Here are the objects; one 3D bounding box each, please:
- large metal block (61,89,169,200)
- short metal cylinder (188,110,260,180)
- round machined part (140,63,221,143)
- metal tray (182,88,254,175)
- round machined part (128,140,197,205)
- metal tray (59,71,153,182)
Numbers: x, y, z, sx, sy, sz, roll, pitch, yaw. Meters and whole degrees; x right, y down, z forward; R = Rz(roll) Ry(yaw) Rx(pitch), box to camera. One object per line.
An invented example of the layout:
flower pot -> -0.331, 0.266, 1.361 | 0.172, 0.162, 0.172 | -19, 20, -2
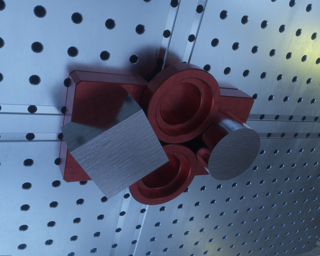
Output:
large metal block -> -0.048, 0.018, 0.341 | 0.080, 0.050, 0.080 | -32, 129, -7
short metal cylinder -> 0.086, 0.023, 0.416 | 0.081, 0.050, 0.079 | -14, 124, -21
round machined part -> 0.021, -0.033, 0.379 | 0.099, 0.042, 0.097 | -14, 124, -21
metal tray -> 0.073, 0.008, 0.450 | 0.091, 0.030, 0.129 | 1, 118, -29
round machined part -> -0.002, 0.053, 0.420 | 0.099, 0.042, 0.097 | -14, 124, -21
metal tray -> -0.066, 0.001, 0.372 | 0.091, 0.030, 0.129 | 0, 119, -30
